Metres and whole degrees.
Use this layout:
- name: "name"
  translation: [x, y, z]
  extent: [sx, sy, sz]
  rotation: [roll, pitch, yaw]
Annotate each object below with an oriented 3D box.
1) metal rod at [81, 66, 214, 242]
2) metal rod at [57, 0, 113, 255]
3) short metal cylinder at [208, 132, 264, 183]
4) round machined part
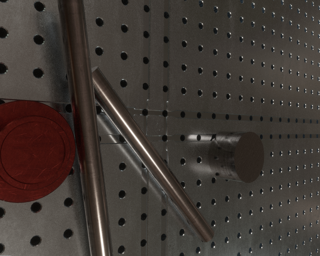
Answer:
- name: "metal rod"
  translation: [-0.004, 0.051, 0.407]
  extent: [0.025, 0.025, 0.299]
  rotation: [-49, 119, -29]
- name: "metal rod"
  translation: [-0.077, 0.016, 0.332]
  extent: [0.025, 0.025, 0.298]
  rotation: [-13, 102, -40]
- name: "short metal cylinder"
  translation: [0.124, 0.045, 0.500]
  extent: [0.081, 0.050, 0.079]
  rotation: [0, 90, -40]
- name: "round machined part"
  translation: [-0.126, 0.022, 0.294]
  extent: [0.099, 0.042, 0.097]
  rotation: [0, 90, -40]
